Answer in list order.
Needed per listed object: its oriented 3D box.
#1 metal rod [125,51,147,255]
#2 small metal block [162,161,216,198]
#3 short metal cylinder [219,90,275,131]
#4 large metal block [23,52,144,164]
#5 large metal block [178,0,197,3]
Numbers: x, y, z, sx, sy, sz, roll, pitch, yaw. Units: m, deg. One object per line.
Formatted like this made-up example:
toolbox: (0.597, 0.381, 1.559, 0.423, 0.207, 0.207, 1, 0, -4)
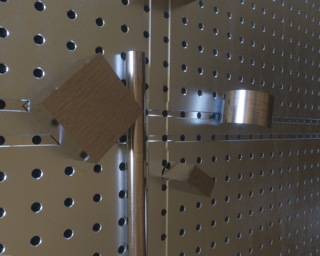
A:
metal rod: (-0.029, 0.056, 0.386, 0.025, 0.025, 0.298, -1, 91, -40)
small metal block: (0.040, 0.071, 0.429, 0.050, 0.050, 0.025, 39, 66, -34)
short metal cylinder: (0.138, -0.026, 0.492, 0.081, 0.080, 0.050, 13, 82, -40)
large metal block: (-0.078, -0.020, 0.329, 0.080, 0.050, 0.080, -51, 120, -28)
large metal block: (0.027, -0.224, 0.417, 0.081, 0.050, 0.079, -4, 93, -40)
